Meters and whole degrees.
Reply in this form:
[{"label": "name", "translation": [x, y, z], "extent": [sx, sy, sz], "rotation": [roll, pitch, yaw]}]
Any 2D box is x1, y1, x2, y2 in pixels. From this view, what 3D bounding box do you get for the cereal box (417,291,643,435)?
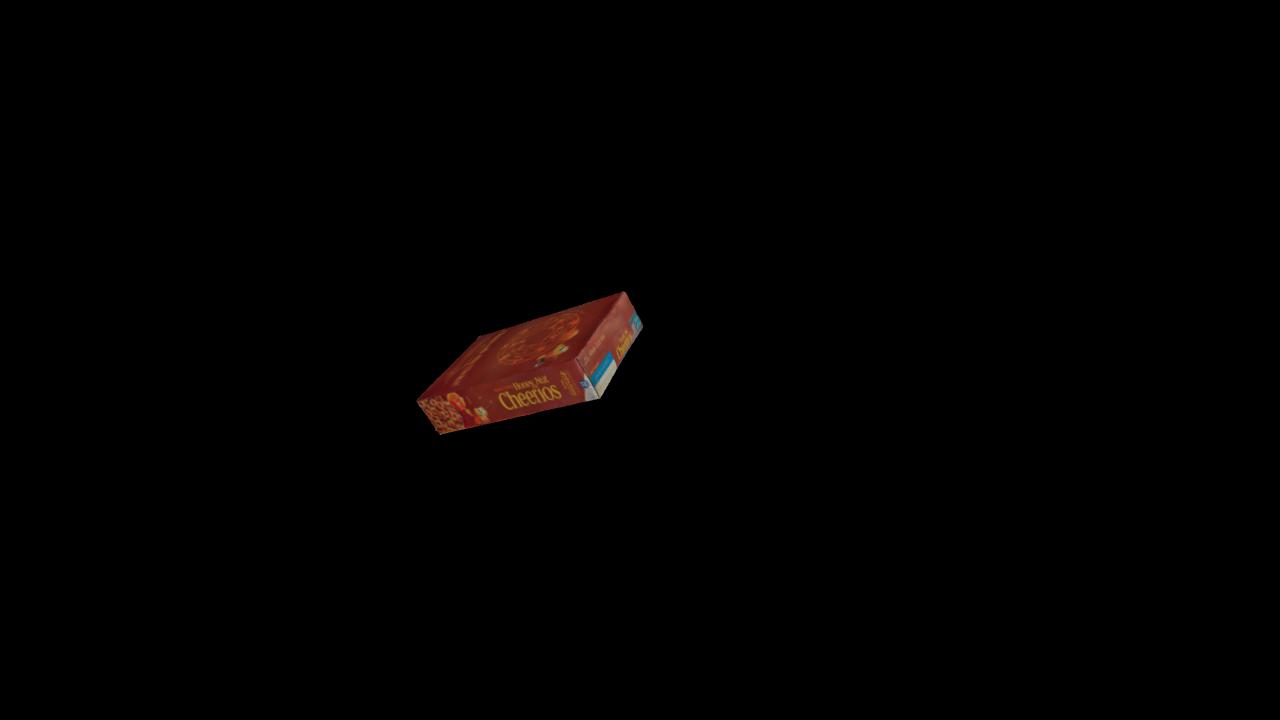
[{"label": "cereal box", "translation": [-0.165, 0.005, 0.947], "extent": [0.306, 0.081, 0.203], "rotation": [-14, 27, 26]}]
